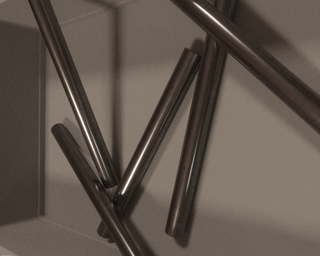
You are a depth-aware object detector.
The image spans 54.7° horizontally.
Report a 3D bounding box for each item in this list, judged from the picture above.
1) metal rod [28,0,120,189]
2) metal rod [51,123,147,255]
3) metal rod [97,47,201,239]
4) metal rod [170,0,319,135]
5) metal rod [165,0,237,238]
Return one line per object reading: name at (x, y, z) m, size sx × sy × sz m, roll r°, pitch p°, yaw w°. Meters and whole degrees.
metal rod at (-0.116, -0.051, 0.423) m, size 0.025 × 0.025 × 0.298 m, roll -3°, pitch 112°, yaw 40°
metal rod at (-0.101, 0.085, 0.461) m, size 0.300 × 0.025 × 0.025 m, roll 46°, pitch 117°, yaw 39°
metal rod at (-0.022, 0.034, 0.422) m, size 0.025 × 0.025 × 0.298 m, roll 40°, pitch 114°, yaw 32°
metal rod at (0.104, -0.056, 0.298) m, size 0.300 × 0.025 × 0.025 m, roll 49°, pitch 119°, yaw 21°
metal rod at (0.047, -0.013, 0.366) m, size 0.025 × 0.025 × 0.298 m, roll 18°, pitch 101°, yaw 38°
